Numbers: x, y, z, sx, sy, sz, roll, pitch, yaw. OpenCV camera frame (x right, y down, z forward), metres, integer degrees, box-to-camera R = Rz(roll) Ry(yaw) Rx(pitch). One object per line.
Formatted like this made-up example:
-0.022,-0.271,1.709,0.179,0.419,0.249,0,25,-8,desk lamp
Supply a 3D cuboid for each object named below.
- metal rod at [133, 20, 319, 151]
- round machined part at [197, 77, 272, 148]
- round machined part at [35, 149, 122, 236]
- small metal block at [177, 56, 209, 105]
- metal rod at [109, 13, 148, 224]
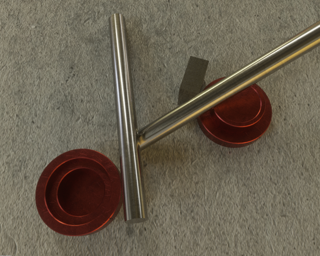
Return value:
0.088,-0.052,0.372,0.300,0.025,0.025,-31,72,11,metal rod
0.099,-0.026,0.409,0.099,0.042,0.098,0,70,0,round machined part
-0.090,0.077,0.368,0.099,0.042,0.098,-1,71,4,round machined part
0.044,-0.060,0.417,0.025,0.050,0.050,17,71,6,small metal block
-0.045,-0.032,0.398,0.025,0.025,0.299,-7,62,-3,metal rod
